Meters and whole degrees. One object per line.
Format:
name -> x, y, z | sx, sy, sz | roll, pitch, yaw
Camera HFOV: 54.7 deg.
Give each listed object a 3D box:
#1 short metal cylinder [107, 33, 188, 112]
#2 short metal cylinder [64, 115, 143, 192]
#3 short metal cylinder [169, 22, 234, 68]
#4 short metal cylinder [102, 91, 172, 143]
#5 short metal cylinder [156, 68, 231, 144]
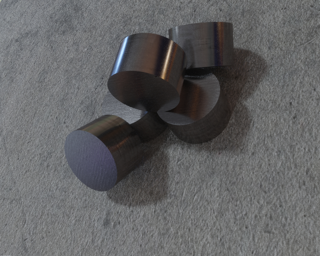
short metal cylinder -> -0.013, -0.059, 0.348 | 0.080, 0.080, 0.050 | -1, 61, 27
short metal cylinder -> -0.068, 0.030, 0.378 | 0.080, 0.079, 0.050 | 8, 27, 31
short metal cylinder -> 0.053, -0.102, 0.395 | 0.080, 0.080, 0.050 | 1, 100, 28
short metal cylinder -> -0.030, -0.026, 0.419 | 0.080, 0.050, 0.080 | -13, 56, 20
short metal cylinder -> 0.041, -0.027, 0.382 | 0.080, 0.050, 0.080 | -13, 56, 20
